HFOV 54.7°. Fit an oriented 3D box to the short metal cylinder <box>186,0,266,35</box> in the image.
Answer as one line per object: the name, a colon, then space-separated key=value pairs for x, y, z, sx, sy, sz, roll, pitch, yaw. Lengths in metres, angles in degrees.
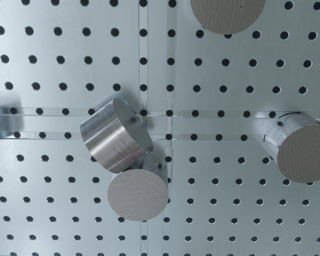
short metal cylinder: x=0.072 y=-0.147 z=0.346 sx=0.081 sy=0.050 sz=0.079 roll=0 pitch=110 yaw=0

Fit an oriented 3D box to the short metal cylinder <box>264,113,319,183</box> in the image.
short metal cylinder: x=0.187 y=0.026 z=0.411 sx=0.081 sy=0.050 sz=0.079 roll=0 pitch=110 yaw=0

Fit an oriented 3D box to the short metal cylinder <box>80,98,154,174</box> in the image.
short metal cylinder: x=-0.052 y=0.010 z=0.387 sx=0.050 sy=0.080 sz=0.080 roll=-35 pitch=107 yaw=12

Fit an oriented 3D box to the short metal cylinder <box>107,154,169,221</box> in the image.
short metal cylinder: x=-0.029 y=0.081 z=0.429 sx=0.081 sy=0.050 sz=0.079 roll=0 pitch=110 yaw=0
